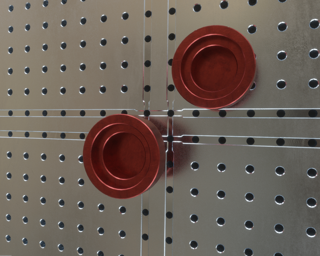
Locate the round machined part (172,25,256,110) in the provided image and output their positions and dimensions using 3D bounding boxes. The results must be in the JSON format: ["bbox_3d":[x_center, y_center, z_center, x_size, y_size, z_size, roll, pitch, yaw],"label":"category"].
[{"bbox_3d":[0.067,-0.071,0.380,0.098,0.042,0.097,0,90,20],"label":"round machined part"}]

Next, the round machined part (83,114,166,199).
[{"bbox_3d":[-0.039,0.033,0.373,0.098,0.042,0.097,0,90,20],"label":"round machined part"}]

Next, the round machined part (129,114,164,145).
[{"bbox_3d":[-0.039,0.031,0.418,0.098,0.042,0.097,0,90,20],"label":"round machined part"}]
